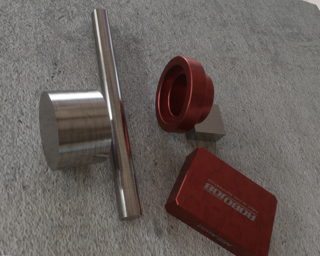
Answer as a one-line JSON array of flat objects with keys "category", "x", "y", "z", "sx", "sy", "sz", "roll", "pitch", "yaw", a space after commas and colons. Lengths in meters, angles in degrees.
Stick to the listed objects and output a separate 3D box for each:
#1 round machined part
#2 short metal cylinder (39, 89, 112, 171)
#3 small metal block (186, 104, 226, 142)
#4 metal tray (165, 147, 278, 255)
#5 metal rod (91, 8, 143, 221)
[{"category": "round machined part", "x": 0.034, "y": -0.041, "z": 0.402, "sx": 0.042, "sy": 0.097, "sz": 0.098, "roll": 7, "pitch": 59, "yaw": -25}, {"category": "short metal cylinder", "x": -0.090, "y": 0.001, "z": 0.321, "sx": 0.050, "sy": 0.080, "sz": 0.080, "roll": -7, "pitch": 66, "yaw": -32}, {"category": "small metal block", "x": 0.062, "y": -0.009, "z": 0.444, "sx": 0.050, "sy": 0.025, "sz": 0.050, "roll": 6, "pitch": 59, "yaw": -26}, {"category": "metal tray", "x": 0.081, "y": 0.095, "z": 0.388, "sx": 0.130, "sy": 0.030, "sz": 0.090, "roll": 34, "pitch": 51, "yaw": -6}, {"category": "metal rod", "x": -0.060, "y": -0.036, "z": 0.394, "sx": 0.025, "sy": 0.025, "sz": 0.299, "roll": 2, "pitch": 61, "yaw": -28}]
